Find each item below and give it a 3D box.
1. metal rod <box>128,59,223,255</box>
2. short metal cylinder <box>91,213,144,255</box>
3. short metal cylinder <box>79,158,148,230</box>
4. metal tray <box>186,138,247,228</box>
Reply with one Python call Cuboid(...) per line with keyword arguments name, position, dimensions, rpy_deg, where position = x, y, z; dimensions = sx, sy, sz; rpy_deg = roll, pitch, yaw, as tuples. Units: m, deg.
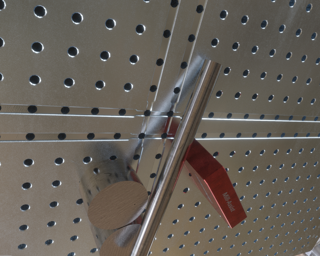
Cuboid(name="metal rod", position=(0.016, 0.055, 0.414), dimensions=(0.025, 0.025, 0.298), rpy_deg=(17, 97, -35))
Cuboid(name="short metal cylinder", position=(-0.057, 0.155, 0.460), dimensions=(0.081, 0.050, 0.079), rpy_deg=(-14, 124, -21))
Cuboid(name="short metal cylinder", position=(-0.063, 0.088, 0.415), dimensions=(0.081, 0.050, 0.079), rpy_deg=(-14, 124, -21))
Cuboid(name="metal tray", position=(0.076, 0.081, 0.460), dimensions=(0.030, 0.090, 0.130), rpy_deg=(-35, 129, -5))
